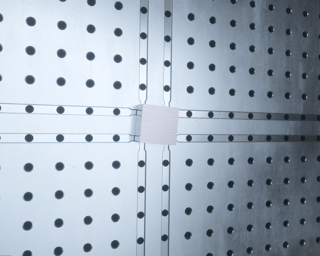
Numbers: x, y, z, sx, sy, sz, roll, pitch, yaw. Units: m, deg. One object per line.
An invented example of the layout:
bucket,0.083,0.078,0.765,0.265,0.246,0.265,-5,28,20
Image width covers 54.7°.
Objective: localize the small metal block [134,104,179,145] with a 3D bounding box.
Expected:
small metal block,-0.004,-0.004,0.412,0.050,0.025,0.050,5,88,-20
